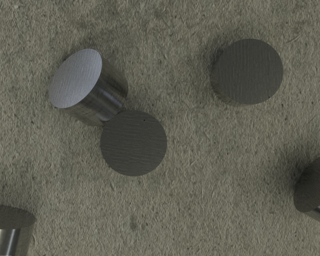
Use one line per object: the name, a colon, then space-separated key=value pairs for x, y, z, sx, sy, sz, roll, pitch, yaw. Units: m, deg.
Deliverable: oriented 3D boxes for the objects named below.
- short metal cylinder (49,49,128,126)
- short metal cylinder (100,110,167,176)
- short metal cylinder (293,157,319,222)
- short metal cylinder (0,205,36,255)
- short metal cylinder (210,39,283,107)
short metal cylinder: x=-0.086 y=-0.048 z=0.377 sx=0.080 sy=0.050 sz=0.080 roll=-15 pitch=59 yaw=26
short metal cylinder: x=-0.032 y=0.018 z=0.397 sx=0.081 sy=0.050 sz=0.080 roll=0 pitch=90 yaw=0
short metal cylinder: x=0.213 y=0.080 z=0.384 sx=0.050 sy=0.080 sz=0.080 roll=29 pitch=90 yaw=0
short metal cylinder: x=-0.201 y=0.133 z=0.381 sx=0.080 sy=0.080 sz=0.050 roll=14 pitch=90 yaw=0
short metal cylinder: x=0.109 y=-0.068 z=0.398 sx=0.081 sy=0.050 sz=0.080 roll=0 pitch=90 yaw=0
